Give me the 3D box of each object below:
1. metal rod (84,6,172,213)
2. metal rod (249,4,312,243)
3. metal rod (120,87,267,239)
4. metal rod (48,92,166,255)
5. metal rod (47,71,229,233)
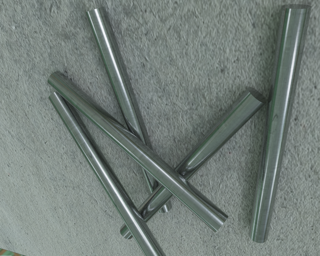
[{"bbox_3d":[-0.035,-0.008,0.420,0.025,0.025,0.298,-3,117,30],"label":"metal rod"},{"bbox_3d":[0.128,0.020,0.351,0.025,0.025,0.298,11,123,22],"label":"metal rod"},{"bbox_3d":[0.026,0.064,0.410,0.025,0.025,0.298,39,122,2],"label":"metal rod"},{"bbox_3d":[-0.073,0.076,0.444,0.025,0.025,0.299,-37,83,39],"label":"metal rod"},{"bbox_3d":[-0.039,0.021,0.404,0.300,0.025,0.025,40,130,15],"label":"metal rod"}]
